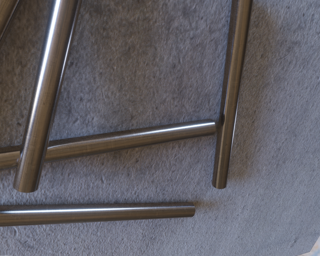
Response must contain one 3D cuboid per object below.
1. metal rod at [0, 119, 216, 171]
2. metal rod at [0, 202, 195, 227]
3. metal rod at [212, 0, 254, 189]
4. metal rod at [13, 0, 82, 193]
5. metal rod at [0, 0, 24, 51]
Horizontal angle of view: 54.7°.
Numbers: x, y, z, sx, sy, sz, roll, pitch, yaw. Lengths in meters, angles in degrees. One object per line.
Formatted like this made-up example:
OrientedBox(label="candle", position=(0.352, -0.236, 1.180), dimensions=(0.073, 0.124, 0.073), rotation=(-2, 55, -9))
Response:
OrientedBox(label="metal rod", position=(-0.063, 0.018, 0.384), dimensions=(0.303, 0.025, 0.025), rotation=(-8, 122, -25))
OrientedBox(label="metal rod", position=(-0.075, 0.120, 0.441), dimensions=(0.302, 0.025, 0.025), rotation=(8, 115, -32))
OrientedBox(label="metal rod", position=(0.099, -0.032, 0.443), dimensions=(0.025, 0.025, 0.298), rotation=(-14, 125, -21))
OrientedBox(label="metal rod", position=(-0.097, -0.074, 0.290), dimensions=(0.025, 0.025, 0.298), rotation=(8, 109, -33))
OrientedBox(label="metal rod", position=(-0.158, -0.071, 0.276), dimensions=(0.025, 0.025, 0.299), rotation=(23, 106, -37))
